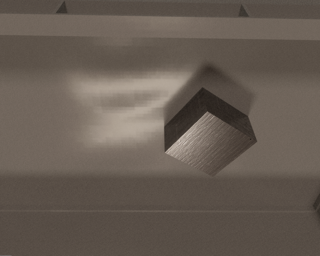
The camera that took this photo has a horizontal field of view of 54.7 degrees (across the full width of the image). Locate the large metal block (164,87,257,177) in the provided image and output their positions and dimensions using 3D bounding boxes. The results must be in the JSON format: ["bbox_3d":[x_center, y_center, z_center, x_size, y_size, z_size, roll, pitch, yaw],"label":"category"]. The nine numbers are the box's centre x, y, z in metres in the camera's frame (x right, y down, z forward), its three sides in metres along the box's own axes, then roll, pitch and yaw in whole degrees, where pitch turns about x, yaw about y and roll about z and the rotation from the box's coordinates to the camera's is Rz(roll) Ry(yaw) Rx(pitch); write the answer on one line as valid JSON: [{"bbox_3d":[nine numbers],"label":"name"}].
[{"bbox_3d":[0.062,0.008,0.400,0.080,0.050,0.080,29,124,-23],"label":"large metal block"}]
